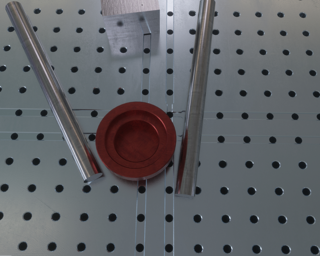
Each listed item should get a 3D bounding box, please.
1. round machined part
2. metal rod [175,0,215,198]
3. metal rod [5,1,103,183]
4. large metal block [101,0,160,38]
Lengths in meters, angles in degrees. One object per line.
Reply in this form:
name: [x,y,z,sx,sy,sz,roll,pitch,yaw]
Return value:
round machined part: [-0.029,0.019,0.396,0.099,0.042,0.098,0,70,0]
metal rod: [0.052,-0.055,0.432,0.025,0.025,0.299,8,70,3]
metal rod: [-0.154,-0.061,0.432,0.025,0.025,0.299,-27,72,-9]
large metal block: [-0.046,-0.189,0.467,0.081,0.050,0.080,-8,70,-3]
